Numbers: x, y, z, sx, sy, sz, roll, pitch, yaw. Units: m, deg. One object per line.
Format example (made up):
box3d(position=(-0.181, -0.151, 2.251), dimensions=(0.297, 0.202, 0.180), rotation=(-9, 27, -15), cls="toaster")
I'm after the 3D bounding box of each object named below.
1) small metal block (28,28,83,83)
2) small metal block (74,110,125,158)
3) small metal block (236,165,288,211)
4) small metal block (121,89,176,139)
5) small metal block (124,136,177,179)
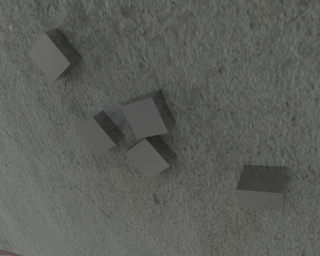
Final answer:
box3d(position=(-0.142, -0.097, 0.419), dimensions=(0.050, 0.025, 0.050), rotation=(-32, 101, 38), cls="small metal block")
box3d(position=(-0.089, 0.009, 0.458), dimensions=(0.050, 0.025, 0.050), rotation=(-32, 101, 38), cls="small metal block")
box3d(position=(0.123, 0.069, 0.369), dimensions=(0.050, 0.050, 0.025), rotation=(-1, 118, 28), cls="small metal block")
box3d(position=(-0.015, -0.017, 0.403), dimensions=(0.050, 0.025, 0.050), rotation=(-13, 112, 33), cls="small metal block")
box3d(position=(-0.014, 0.038, 0.436), dimensions=(0.050, 0.025, 0.050), rotation=(49, 128, -7), cls="small metal block")
